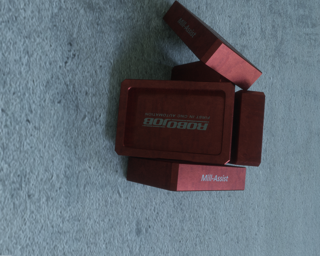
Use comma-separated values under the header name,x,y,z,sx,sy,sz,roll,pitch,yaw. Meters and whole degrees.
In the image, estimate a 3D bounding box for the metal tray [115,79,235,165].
name,x,y,z,sx,sy,sz,roll,pitch,yaw
metal tray,0.017,-0.008,0.359,0.030,0.131,0.089,21,73,-76

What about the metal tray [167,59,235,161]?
name,x,y,z,sx,sy,sz,roll,pitch,yaw
metal tray,0.051,-0.021,0.408,0.030,0.090,0.129,10,84,-40

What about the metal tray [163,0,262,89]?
name,x,y,z,sx,sy,sz,roll,pitch,yaw
metal tray,0.065,-0.109,0.403,0.090,0.130,0.030,22,117,-38

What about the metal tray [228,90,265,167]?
name,x,y,z,sx,sy,sz,roll,pitch,yaw
metal tray,0.099,0.003,0.427,0.030,0.130,0.089,6,86,-7

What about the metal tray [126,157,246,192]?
name,x,y,z,sx,sy,sz,roll,pitch,yaw
metal tray,0.035,0.058,0.395,0.131,0.090,0.030,9,85,-40
